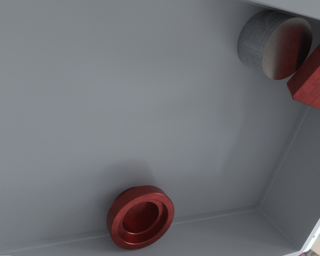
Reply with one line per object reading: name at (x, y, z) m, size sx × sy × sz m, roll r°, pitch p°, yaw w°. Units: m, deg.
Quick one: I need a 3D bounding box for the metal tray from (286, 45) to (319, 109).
metal tray at (0.250, -0.060, 0.407) m, size 0.131 × 0.030 × 0.089 m, roll 17°, pitch 132°, yaw -14°

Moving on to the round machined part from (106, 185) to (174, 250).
round machined part at (-0.032, 0.126, 0.456) m, size 0.099 × 0.042 × 0.097 m, roll -12°, pitch 118°, yaw -23°

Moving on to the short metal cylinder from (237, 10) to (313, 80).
short metal cylinder at (0.151, -0.110, 0.409) m, size 0.081 × 0.050 × 0.079 m, roll -14°, pitch 124°, yaw -21°
